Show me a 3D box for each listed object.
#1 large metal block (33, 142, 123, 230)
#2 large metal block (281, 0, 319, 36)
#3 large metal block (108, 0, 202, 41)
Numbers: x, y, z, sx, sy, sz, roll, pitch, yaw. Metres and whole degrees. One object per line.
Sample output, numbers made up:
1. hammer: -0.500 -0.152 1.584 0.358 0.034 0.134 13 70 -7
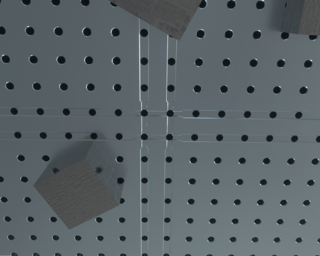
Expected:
1. large metal block: -0.109 0.080 0.429 0.080 0.050 0.080 -28 108 10
2. large metal block: 0.192 -0.146 0.348 0.080 0.050 0.079 3 110 -1
3. large metal block: -0.004 -0.139 0.333 0.080 0.080 0.050 27 108 -10
